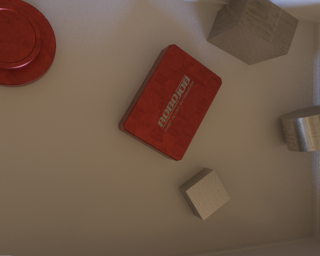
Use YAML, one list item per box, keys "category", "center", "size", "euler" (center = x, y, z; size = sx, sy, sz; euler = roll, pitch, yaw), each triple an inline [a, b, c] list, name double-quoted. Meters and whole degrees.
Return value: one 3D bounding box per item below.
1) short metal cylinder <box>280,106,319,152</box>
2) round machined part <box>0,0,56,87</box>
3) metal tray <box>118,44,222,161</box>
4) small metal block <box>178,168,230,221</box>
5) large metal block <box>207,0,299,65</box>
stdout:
- category: "short metal cylinder"
  center: [0.229, 0.000, 0.468]
  size: [0.081, 0.080, 0.050]
  euler: [-18, 96, -20]
- category: "round machined part"
  center: [-0.166, -0.096, 0.340]
  size: [0.099, 0.042, 0.097]
  euler: [0, 90, -21]
- category: "metal tray"
  center: [0.016, -0.033, 0.415]
  size: [0.090, 0.030, 0.130]
  euler: [32, 79, -18]
- category: "small metal block"
  center: [0.062, 0.092, 0.435]
  size: [0.050, 0.025, 0.050]
  euler: [-34, 101, -17]
- category: "large metal block"
  center: [0.126, -0.134, 0.429]
  size: [0.080, 0.080, 0.050]
  euler: [23, 82, -19]
